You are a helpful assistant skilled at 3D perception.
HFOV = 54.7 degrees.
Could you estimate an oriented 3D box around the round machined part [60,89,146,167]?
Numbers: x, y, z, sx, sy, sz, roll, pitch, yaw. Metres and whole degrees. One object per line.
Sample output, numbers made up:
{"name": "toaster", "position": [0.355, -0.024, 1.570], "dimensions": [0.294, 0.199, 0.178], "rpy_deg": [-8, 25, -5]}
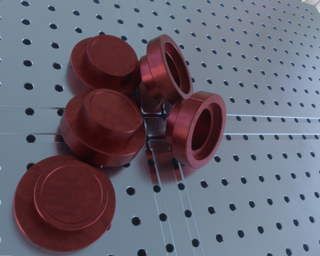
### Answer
{"name": "round machined part", "position": [-0.059, -0.007, 0.355], "dimensions": [0.099, 0.042, 0.098], "rpy_deg": [22, 38, -18]}

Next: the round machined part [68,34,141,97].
{"name": "round machined part", "position": [-0.069, -0.085, 0.413], "dimensions": [0.099, 0.042, 0.098], "rpy_deg": [14, 56, -21]}

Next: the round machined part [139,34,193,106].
{"name": "round machined part", "position": [0.007, -0.075, 0.429], "dimensions": [0.098, 0.042, 0.098], "rpy_deg": [46, 34, -44]}

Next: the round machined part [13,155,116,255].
{"name": "round machined part", "position": [-0.091, 0.071, 0.306], "dimensions": [0.099, 0.042, 0.098], "rpy_deg": [14, 56, -21]}

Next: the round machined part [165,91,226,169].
{"name": "round machined part", "position": [0.044, 0.000, 0.400], "dimensions": [0.042, 0.097, 0.099], "rpy_deg": [18, 41, 34]}
